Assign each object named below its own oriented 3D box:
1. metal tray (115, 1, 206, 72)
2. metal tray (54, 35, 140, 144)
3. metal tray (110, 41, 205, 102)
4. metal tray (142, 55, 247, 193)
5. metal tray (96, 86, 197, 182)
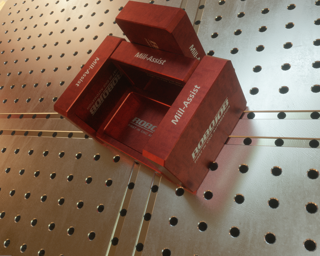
[{"bbox_3d":[0.012,-0.097,0.394,0.090,0.130,0.030,25,76,36],"label":"metal tray"},{"bbox_3d":[-0.076,-0.053,0.439,0.030,0.090,0.130,24,75,36],"label":"metal tray"},{"bbox_3d":[0.007,-0.062,0.401,0.130,0.090,0.030,24,76,36],"label":"metal tray"},{"bbox_3d":[0.045,-0.003,0.344,0.030,0.090,0.130,24,75,36],"label":"metal tray"},{"bbox_3d":[-0.013,0.002,0.411,0.130,0.030,0.090,24,75,36],"label":"metal tray"}]
